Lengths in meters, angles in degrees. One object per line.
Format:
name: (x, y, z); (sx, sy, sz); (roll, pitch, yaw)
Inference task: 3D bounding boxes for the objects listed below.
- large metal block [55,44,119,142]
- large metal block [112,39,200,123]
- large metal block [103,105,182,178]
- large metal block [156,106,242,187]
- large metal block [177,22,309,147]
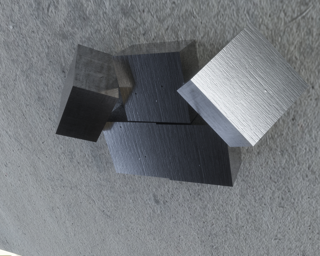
large metal block: (-0.090, -0.042, 0.384); (0.050, 0.080, 0.079); (14, 133, -23)
large metal block: (0.001, -0.054, 0.358); (0.080, 0.050, 0.079); (3, 120, 26)
large metal block: (-0.022, 0.016, 0.411); (0.080, 0.050, 0.079); (1, 119, 27)
large metal block: (0.050, 0.020, 0.375); (0.080, 0.050, 0.079); (1, 119, 27)
large metal block: (0.077, -0.038, 0.300); (0.080, 0.080, 0.050); (46, 169, -4)
